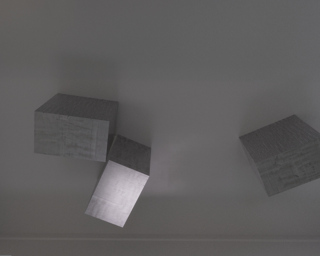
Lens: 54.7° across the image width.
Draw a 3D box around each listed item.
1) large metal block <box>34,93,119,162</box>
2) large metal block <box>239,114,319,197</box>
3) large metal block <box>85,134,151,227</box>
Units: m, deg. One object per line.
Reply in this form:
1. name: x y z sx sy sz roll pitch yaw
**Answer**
1. large metal block: -0.098 -0.003 0.380 0.081 0.080 0.050 8 110 -3
2. large metal block: 0.156 0.032 0.395 0.080 0.080 0.050 -23 109 8
3. large metal block: -0.052 0.066 0.406 0.050 0.080 0.080 24 108 -9
